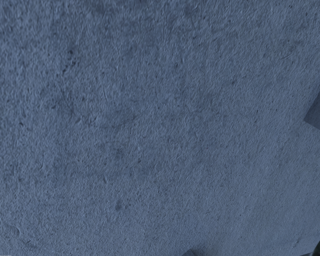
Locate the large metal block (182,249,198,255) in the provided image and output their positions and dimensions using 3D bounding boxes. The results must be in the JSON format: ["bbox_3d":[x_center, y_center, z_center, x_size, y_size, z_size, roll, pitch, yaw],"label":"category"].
[{"bbox_3d":[0.074,0.293,0.593,0.050,0.080,0.080,-40,129,-1],"label":"large metal block"}]

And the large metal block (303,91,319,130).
[{"bbox_3d":[0.314,-0.032,0.542,0.081,0.050,0.079,8,115,-32],"label":"large metal block"}]
